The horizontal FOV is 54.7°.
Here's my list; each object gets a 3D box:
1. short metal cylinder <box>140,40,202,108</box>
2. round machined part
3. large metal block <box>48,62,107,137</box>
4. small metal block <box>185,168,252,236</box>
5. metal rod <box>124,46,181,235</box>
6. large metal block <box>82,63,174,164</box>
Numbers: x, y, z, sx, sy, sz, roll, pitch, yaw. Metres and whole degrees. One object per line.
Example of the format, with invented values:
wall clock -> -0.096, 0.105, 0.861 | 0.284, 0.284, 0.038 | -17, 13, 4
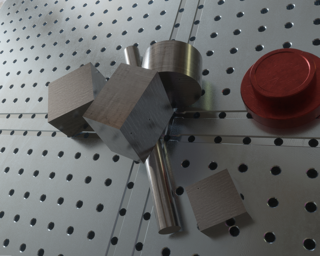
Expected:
short metal cylinder -> 0.015, -0.068, 0.407 | 0.080, 0.080, 0.050 | -8, 58, 24
round machined part -> 0.141, -0.052, 0.355 | 0.098, 0.042, 0.098 | -13, 56, 21
large metal block -> -0.125, -0.044, 0.485 | 0.080, 0.050, 0.080 | -24, 53, 13
small metal block -> 0.061, 0.079, 0.328 | 0.050, 0.025, 0.050 | -27, 52, 11
metal rod -> -0.018, -0.008, 0.422 | 0.025, 0.025, 0.299 | -24, 53, 14
large metal block -> -0.032, -0.016, 0.366 | 0.050, 0.080, 0.080 | 18, 65, 27
